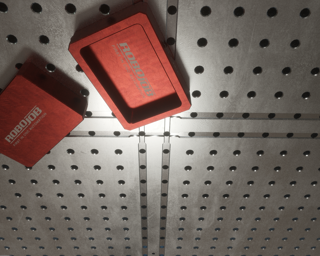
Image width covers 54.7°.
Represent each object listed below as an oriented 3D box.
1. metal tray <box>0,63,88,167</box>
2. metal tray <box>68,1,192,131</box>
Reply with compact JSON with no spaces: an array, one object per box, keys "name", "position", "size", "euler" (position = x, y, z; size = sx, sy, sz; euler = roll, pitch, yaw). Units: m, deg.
[{"name":"metal tray","position":[-0.168,-0.011,0.397],"size":[0.130,0.030,0.090],"euler":[-37,122,27]},{"name":"metal tray","position":[-0.029,-0.063,0.354],"size":[0.090,0.030,0.130],"euler":[-20,128,15]}]
